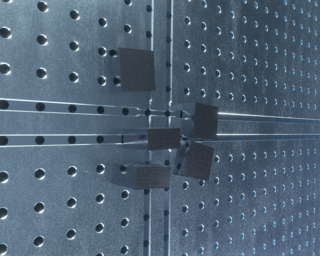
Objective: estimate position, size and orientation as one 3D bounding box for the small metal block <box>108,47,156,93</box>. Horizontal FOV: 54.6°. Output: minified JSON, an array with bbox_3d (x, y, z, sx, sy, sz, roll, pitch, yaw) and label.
[{"bbox_3d":[-0.034,-0.069,0.380,0.050,0.025,0.050,-6,94,-40],"label":"small metal block"}]

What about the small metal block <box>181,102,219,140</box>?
[{"bbox_3d":[0.059,-0.009,0.457,0.050,0.025,0.050,7,85,-40],"label":"small metal block"}]

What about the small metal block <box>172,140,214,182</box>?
[{"bbox_3d":[0.049,0.048,0.449,0.050,0.025,0.050,18,78,-38],"label":"small metal block"}]

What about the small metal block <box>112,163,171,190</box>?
[{"bbox_3d":[-0.023,0.057,0.373,0.050,0.050,0.025,5,87,-40],"label":"small metal block"}]

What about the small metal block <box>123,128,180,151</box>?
[{"bbox_3d":[-0.010,0.013,0.383,0.050,0.050,0.025,-1,91,-40],"label":"small metal block"}]
